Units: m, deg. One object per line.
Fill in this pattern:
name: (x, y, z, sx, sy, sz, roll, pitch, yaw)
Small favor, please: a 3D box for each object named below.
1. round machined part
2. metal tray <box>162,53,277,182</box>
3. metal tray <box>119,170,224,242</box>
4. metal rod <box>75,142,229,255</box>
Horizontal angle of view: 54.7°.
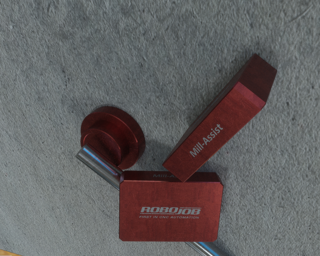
round machined part: (-0.074, 0.021, 0.446, 0.098, 0.042, 0.097, 13, 124, 20)
metal tray: (0.061, -0.009, 0.326, 0.030, 0.090, 0.129, 39, 129, 1)
metal tray: (0.013, 0.105, 0.412, 0.131, 0.030, 0.089, 2, 107, -4)
metal rod: (0.005, 0.125, 0.447, 0.300, 0.025, 0.025, 41, 130, -14)
